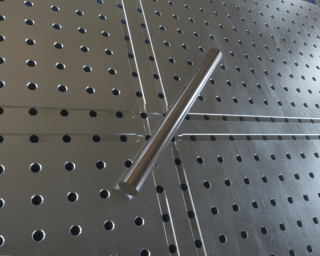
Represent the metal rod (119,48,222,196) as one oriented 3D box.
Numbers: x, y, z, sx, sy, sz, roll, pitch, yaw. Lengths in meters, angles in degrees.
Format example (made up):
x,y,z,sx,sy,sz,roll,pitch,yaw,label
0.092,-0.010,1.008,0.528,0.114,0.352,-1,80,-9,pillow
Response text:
x,y,z,sx,sy,sz,roll,pitch,yaw,label
0.030,-0.029,0.441,0.025,0.025,0.301,37,51,-4,metal rod
